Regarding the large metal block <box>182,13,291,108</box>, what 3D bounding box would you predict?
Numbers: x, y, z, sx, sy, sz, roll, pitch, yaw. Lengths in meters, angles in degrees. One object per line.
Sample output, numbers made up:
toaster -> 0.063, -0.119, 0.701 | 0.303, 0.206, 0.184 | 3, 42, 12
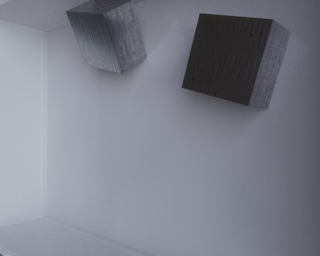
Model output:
large metal block -> 0.078, -0.070, 0.326 | 0.080, 0.050, 0.079 | 22, 104, 38

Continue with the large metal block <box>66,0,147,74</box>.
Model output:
large metal block -> -0.072, -0.128, 0.426 | 0.080, 0.050, 0.080 | 20, 138, 38
